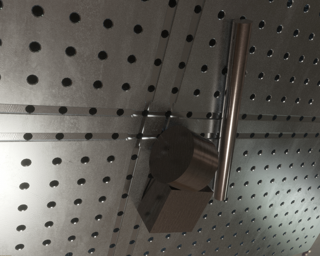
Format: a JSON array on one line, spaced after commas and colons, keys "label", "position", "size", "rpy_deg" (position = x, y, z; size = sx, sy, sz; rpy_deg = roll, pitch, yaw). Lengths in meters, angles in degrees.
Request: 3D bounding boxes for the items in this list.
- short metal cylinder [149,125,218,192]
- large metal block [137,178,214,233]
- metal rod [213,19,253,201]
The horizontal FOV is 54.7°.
[{"label": "short metal cylinder", "position": [0.031, 0.042, 0.421], "size": [0.050, 0.080, 0.080], "rpy_deg": [28, 103, -38]}, {"label": "large metal block", "position": [0.023, 0.114, 0.480], "size": [0.081, 0.050, 0.079], "rpy_deg": [11, 113, -34]}, {"label": "metal rod", "position": [0.105, -0.007, 0.466], "size": [0.025, 0.025, 0.298], "rpy_deg": [-14, 125, -21]}]
